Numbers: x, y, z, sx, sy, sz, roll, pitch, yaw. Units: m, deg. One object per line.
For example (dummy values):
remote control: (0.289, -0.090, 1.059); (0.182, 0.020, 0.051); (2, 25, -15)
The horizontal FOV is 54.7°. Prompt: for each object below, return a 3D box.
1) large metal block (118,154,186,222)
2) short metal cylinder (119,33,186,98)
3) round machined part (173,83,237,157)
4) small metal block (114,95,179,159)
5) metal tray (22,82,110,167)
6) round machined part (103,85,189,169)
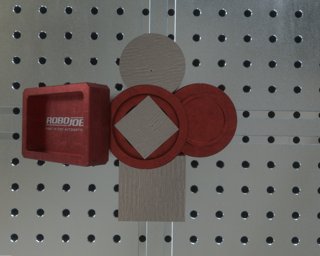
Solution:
large metal block: (-0.009, 0.073, 0.398); (0.081, 0.050, 0.080); (1, 90, 0)
short metal cylinder: (-0.009, -0.075, 0.400); (0.081, 0.050, 0.080); (0, 90, 0)
round machined part: (0.052, -0.010, 0.404); (0.099, 0.042, 0.097); (0, 90, 0)
small metal block: (-0.015, -0.001, 0.351); (0.050, 0.025, 0.050); (-42, 90, 0)
metal tray: (-0.117, -0.005, 0.374); (0.130, 0.030, 0.089); (1, 90, 37)
round machined part: (-0.016, -0.001, 0.376); (0.099, 0.042, 0.097); (0, 90, 0)
